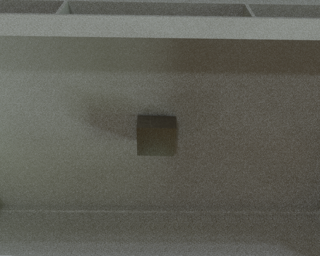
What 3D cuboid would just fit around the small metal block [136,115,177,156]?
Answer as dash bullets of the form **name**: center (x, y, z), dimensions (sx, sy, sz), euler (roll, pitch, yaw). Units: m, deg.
- **small metal block**: center (-0.005, 0.011, 0.413), dimensions (0.050, 0.025, 0.050), euler (1, 130, -1)
